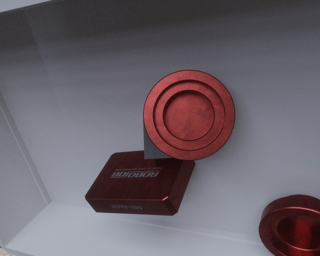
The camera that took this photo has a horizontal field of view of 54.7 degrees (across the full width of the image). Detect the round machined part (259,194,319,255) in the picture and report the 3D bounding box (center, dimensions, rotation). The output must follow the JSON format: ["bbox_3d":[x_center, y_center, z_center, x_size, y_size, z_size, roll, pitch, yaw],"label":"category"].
[{"bbox_3d":[0.175,0.121,0.380,0.098,0.042,0.097,13,124,20],"label":"round machined part"}]

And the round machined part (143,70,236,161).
[{"bbox_3d":[0.032,-0.014,0.351,0.099,0.042,0.097,0,90,3],"label":"round machined part"}]

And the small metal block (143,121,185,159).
[{"bbox_3d":[0.007,0.014,0.397,0.050,0.025,0.050,-6,82,31],"label":"small metal block"}]

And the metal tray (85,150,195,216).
[{"bbox_3d":[-0.027,0.071,0.420,0.130,0.090,0.030,-7,126,31],"label":"metal tray"}]
